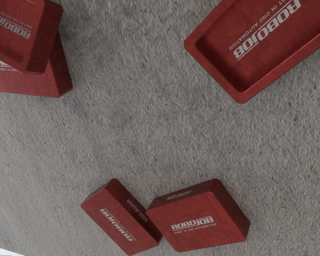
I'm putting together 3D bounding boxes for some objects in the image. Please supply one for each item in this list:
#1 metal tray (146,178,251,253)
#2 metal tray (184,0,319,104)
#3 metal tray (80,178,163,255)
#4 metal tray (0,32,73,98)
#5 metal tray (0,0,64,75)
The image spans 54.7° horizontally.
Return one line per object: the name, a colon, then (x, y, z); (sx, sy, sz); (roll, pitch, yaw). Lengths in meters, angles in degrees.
metal tray: (0.053, 0.134, 0.458); (0.130, 0.030, 0.090); (-28, 103, 37)
metal tray: (0.097, -0.094, 0.293); (0.090, 0.030, 0.129); (45, 129, -4)
metal tray: (-0.065, 0.157, 0.535); (0.130, 0.030, 0.090); (48, 129, -6)
metal tray: (-0.196, -0.095, 0.449); (0.130, 0.030, 0.089); (8, 122, 24)
metal tray: (-0.190, -0.133, 0.389); (0.130, 0.030, 0.089); (28, 106, 20)
